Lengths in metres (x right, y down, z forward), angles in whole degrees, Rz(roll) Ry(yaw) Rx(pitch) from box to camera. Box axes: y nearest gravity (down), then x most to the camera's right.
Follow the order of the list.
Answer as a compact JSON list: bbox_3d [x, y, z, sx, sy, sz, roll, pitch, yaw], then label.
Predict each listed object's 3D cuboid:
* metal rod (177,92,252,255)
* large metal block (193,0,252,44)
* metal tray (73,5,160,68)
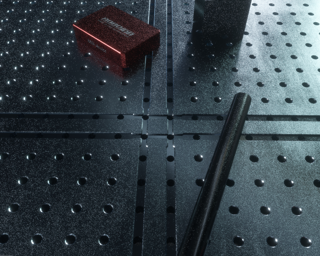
[{"bbox_3d":[0.062,0.065,0.352,0.025,0.025,0.301,17,52,14],"label":"metal rod"},{"bbox_3d":[0.106,-0.200,0.541,0.081,0.080,0.050,-10,51,-8],"label":"large metal block"},{"bbox_3d":[-0.075,-0.163,0.541,0.130,0.030,0.090,35,58,26],"label":"metal tray"}]
